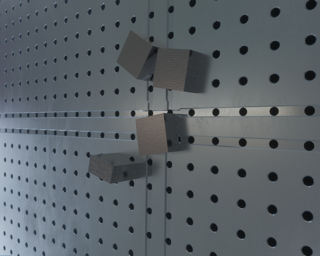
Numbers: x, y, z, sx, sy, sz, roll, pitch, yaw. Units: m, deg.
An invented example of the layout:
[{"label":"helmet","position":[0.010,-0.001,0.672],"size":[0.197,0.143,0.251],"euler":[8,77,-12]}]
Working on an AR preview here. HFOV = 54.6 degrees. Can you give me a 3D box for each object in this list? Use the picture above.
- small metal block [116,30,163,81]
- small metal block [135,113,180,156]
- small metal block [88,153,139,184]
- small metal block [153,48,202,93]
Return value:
[{"label":"small metal block","position":[-0.028,-0.101,0.434],"size":[0.050,0.025,0.050],"euler":[43,116,31]},{"label":"small metal block","position":[-0.004,0.009,0.414],"size":[0.050,0.025,0.050],"euler":[-11,83,39]},{"label":"small metal block","position":[-0.067,0.057,0.450],"size":[0.050,0.050,0.025],"euler":[18,102,38]},{"label":"small metal block","position":[0.021,-0.073,0.393],"size":[0.050,0.025,0.050],"euler":[14,99,39]}]
